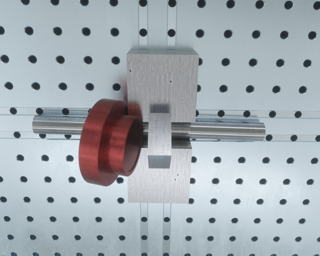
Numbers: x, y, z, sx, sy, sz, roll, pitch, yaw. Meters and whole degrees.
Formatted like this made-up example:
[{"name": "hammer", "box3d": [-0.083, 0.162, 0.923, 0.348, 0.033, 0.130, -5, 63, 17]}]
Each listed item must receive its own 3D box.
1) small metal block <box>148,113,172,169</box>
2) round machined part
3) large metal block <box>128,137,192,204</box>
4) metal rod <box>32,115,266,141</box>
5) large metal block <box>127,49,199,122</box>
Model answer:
[{"name": "small metal block", "box3d": [0.000, 0.016, 0.359, 0.025, 0.050, 0.050, 1, 66, 0]}, {"name": "round machined part", "box3d": [-0.049, 0.018, 0.350, 0.042, 0.098, 0.097, 9, 111, 12]}, {"name": "large metal block", "box3d": [-0.001, 0.054, 0.420, 0.081, 0.050, 0.079, 1, 110, -1]}, {"name": "metal rod", "box3d": [-0.013, 0.000, 0.413, 0.302, 0.025, 0.025, 2, 110, -1]}, {"name": "large metal block", "box3d": [0.003, -0.053, 0.380, 0.081, 0.050, 0.079, 1, 110, -1]}]
